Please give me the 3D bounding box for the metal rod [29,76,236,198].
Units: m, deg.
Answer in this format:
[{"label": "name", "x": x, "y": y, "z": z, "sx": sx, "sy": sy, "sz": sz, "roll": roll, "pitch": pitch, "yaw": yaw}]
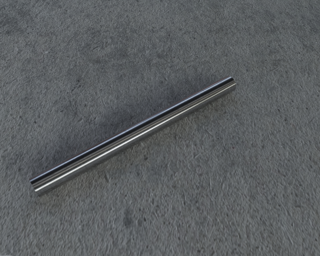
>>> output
[{"label": "metal rod", "x": -0.018, "y": 0.001, "z": 0.405, "sx": 0.302, "sy": 0.025, "sz": 0.025, "roll": -29, "pitch": 56, "yaw": -22}]
